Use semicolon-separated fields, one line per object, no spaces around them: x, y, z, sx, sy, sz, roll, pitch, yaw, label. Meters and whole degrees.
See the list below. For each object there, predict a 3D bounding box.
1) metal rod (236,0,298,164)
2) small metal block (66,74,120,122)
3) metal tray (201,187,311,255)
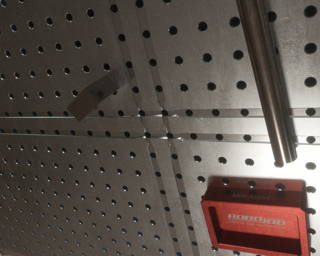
0.094;-0.096;0.301;0.025;0.025;0.298;-8;115;31;metal rod
-0.089;-0.040;0.415;0.025;0.050;0.050;49;128;-7;small metal block
0.129;0.128;0.418;0.130;0.030;0.089;-2;118;29;metal tray
